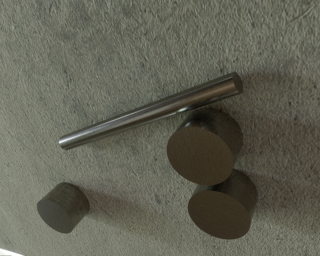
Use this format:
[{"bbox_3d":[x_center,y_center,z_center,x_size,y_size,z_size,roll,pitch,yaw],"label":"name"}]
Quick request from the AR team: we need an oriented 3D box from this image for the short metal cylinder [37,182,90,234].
[{"bbox_3d":[-0.179,0.149,0.577,0.080,0.050,0.079,13,124,21],"label":"short metal cylinder"}]

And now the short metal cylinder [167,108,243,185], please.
[{"bbox_3d":[0.055,0.022,0.375,0.080,0.050,0.079,13,124,21],"label":"short metal cylinder"}]

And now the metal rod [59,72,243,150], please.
[{"bbox_3d":[-0.034,-0.012,0.417,0.300,0.025,0.025,-17,110,34],"label":"metal rod"}]

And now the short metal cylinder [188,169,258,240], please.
[{"bbox_3d":[0.083,0.098,0.408,0.080,0.050,0.079,13,124,21],"label":"short metal cylinder"}]
